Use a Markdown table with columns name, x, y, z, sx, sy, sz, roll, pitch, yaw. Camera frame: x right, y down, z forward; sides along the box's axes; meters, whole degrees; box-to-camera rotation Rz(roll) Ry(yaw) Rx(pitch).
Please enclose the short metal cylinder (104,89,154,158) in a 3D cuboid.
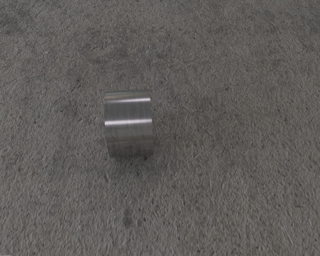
| name | x | y | z | sx | sy | sz | roll | pitch | yaw |
| --- | --- | --- | --- | --- | --- | --- | --- | --- | --- |
| short metal cylinder | -0.036 | -0.005 | 0.372 | 0.050 | 0.080 | 0.080 | -4 | 50 | -3 |
